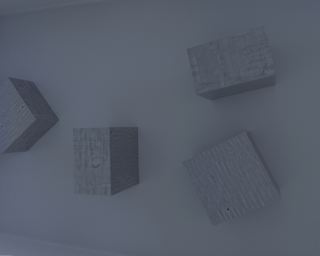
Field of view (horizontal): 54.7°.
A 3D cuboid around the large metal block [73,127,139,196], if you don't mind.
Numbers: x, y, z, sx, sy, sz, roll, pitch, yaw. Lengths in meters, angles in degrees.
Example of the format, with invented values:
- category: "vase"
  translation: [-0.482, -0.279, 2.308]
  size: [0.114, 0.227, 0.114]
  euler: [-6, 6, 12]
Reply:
- category: "large metal block"
  translation: [-0.067, 0.039, 0.405]
  size: [0.050, 0.080, 0.080]
  euler: [-2, 90, 20]

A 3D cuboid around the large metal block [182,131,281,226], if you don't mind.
- category: "large metal block"
  translation: [0.085, 0.057, 0.367]
  size: [0.080, 0.050, 0.080]
  euler: [-29, 81, 17]

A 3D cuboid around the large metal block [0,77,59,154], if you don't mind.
- category: "large metal block"
  translation: [-0.217, -0.018, 0.474]
  size: [0.080, 0.050, 0.080]
  euler: [-41, 77, 15]

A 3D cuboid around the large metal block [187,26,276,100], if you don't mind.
- category: "large metal block"
  translation: [0.084, -0.068, 0.351]
  size: [0.080, 0.080, 0.050]
  euler: [-12, 86, 19]
